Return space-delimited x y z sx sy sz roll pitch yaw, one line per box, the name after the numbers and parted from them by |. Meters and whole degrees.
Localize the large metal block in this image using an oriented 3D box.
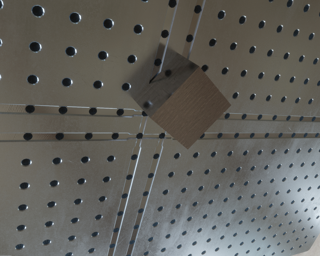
0.029 -0.032 0.393 0.080 0.050 0.080 -46 130 4 | large metal block
